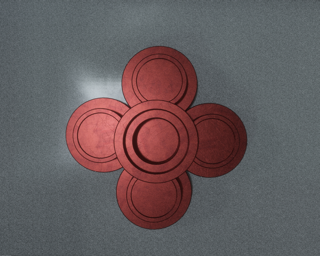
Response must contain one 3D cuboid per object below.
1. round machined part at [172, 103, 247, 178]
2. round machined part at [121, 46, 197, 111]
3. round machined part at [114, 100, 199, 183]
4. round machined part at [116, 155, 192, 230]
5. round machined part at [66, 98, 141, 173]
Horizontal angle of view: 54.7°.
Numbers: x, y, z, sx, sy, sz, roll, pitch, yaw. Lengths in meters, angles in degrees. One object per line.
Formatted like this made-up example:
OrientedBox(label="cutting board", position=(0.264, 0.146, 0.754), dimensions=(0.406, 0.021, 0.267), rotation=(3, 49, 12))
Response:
OrientedBox(label="round machined part", position=(0.064, 0.016, 0.401), dimensions=(0.099, 0.042, 0.097), rotation=(0, 90, 0))
OrientedBox(label="round machined part", position=(-0.001, -0.058, 0.400), dimensions=(0.099, 0.042, 0.097), rotation=(0, 90, 0))
OrientedBox(label="round machined part", position=(-0.004, 0.015, 0.380), dimensions=(0.099, 0.042, 0.097), rotation=(0, 90, 0))
OrientedBox(label="round machined part", position=(-0.008, 0.083, 0.401), dimensions=(0.099, 0.042, 0.097), rotation=(0, 88, -1))
OrientedBox(label="round machined part", position=(-0.073, 0.009, 0.400), dimensions=(0.099, 0.042, 0.097), rotation=(0, 90, 0))
